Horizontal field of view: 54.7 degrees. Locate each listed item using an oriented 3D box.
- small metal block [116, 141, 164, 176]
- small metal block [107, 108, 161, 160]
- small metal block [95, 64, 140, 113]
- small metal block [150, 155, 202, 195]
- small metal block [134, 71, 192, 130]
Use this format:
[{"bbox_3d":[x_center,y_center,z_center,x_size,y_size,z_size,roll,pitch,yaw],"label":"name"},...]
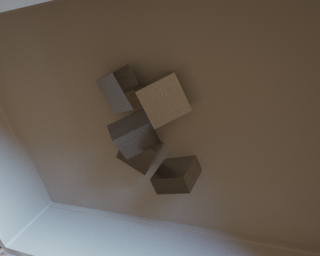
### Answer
[{"bbox_3d":[-0.029,0.032,0.442,0.050,0.025,0.050,31,129,7],"label":"small metal block"},{"bbox_3d":[-0.032,0.008,0.391,0.050,0.025,0.050,-26,144,-1],"label":"small metal block"},{"bbox_3d":[-0.049,-0.048,0.392,0.050,0.025,0.050,-5,118,55],"label":"small metal block"},{"bbox_3d":[0.023,0.063,0.419,0.050,0.050,0.025,-10,114,32],"label":"small metal block"},{"bbox_3d":[0.003,-0.034,0.369,0.050,0.025,0.050,-27,107,-1],"label":"small metal block"}]
